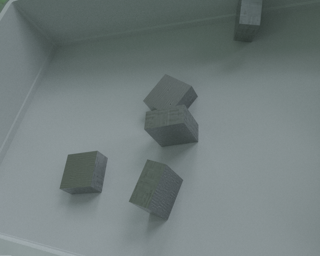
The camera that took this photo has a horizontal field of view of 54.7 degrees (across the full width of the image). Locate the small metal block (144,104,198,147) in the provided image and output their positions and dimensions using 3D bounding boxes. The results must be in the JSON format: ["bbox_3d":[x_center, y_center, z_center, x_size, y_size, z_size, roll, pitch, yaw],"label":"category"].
[{"bbox_3d":[0.015,-0.001,0.382,0.050,0.050,0.025,-10,58,23],"label":"small metal block"}]

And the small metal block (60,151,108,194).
[{"bbox_3d":[-0.103,0.061,0.422,0.050,0.025,0.050,-9,58,23],"label":"small metal block"}]

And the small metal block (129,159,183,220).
[{"bbox_3d":[-0.003,0.070,0.348,0.025,0.050,0.050,11,67,33],"label":"small metal block"}]

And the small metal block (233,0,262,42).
[{"bbox_3d":[0.115,-0.148,0.408,0.025,0.050,0.050,7,82,6],"label":"small metal block"}]

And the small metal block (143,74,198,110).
[{"bbox_3d":[0.014,-0.040,0.423,0.050,0.025,0.050,32,79,38],"label":"small metal block"}]
